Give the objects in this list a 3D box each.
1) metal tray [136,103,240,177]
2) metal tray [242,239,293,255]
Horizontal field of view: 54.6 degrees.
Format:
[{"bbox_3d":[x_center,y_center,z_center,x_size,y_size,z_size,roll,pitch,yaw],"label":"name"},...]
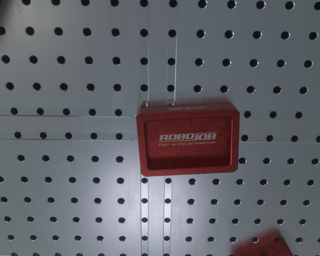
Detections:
[{"bbox_3d":[0.037,0.016,0.416,0.131,0.030,0.089,-3,110,1],"label":"metal tray"},{"bbox_3d":[0.190,0.252,0.505,0.090,0.030,0.130,-29,108,10],"label":"metal tray"}]
